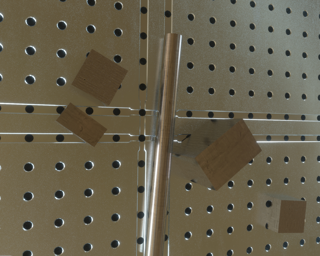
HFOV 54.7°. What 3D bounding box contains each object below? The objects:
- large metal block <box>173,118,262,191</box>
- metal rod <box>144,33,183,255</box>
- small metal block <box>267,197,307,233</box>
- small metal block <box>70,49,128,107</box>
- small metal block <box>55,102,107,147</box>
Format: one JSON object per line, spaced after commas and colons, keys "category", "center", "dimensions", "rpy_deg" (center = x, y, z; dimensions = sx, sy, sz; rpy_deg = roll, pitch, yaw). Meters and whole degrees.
{"category": "large metal block", "center": [0.070, 0.031, 0.411], "dimensions": [0.080, 0.080, 0.050], "rpy_deg": [-37, 102, -16]}
{"category": "metal rod", "center": [0.005, 0.024, 0.415], "dimensions": [0.025, 0.025, 0.298], "rpy_deg": [6, 88, -20]}
{"category": "small metal block", "center": [0.200, 0.137, 0.489], "dimensions": [0.050, 0.025, 0.050], "rpy_deg": [7, 88, -20]}
{"category": "small metal block", "center": [-0.076, -0.061, 0.385], "dimensions": [0.050, 0.025, 0.050], "rpy_deg": [30, 80, -18]}
{"category": "small metal block", "center": [-0.094, -0.003, 0.365], "dimensions": [0.050, 0.050, 0.025], "rpy_deg": [38, 78, -17]}
